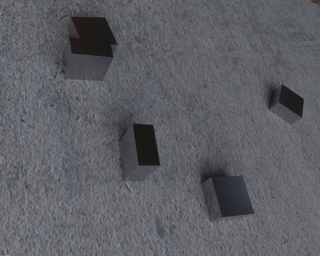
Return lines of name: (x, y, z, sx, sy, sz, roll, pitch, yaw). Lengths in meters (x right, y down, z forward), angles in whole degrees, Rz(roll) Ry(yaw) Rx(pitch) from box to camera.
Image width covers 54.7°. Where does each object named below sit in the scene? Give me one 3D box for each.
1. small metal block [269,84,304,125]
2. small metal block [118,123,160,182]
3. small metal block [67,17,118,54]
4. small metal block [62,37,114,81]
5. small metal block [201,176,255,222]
small metal block: (0.225, -0.042, 0.550, 0.050, 0.025, 0.050, 32, 52, -7)
small metal block: (-0.025, 0.029, 0.356, 0.025, 0.050, 0.050, 4, 60, -27)
small metal block: (-0.094, -0.126, 0.430, 0.050, 0.025, 0.050, -12, 68, -33)
small metal block: (-0.092, -0.085, 0.390, 0.050, 0.050, 0.025, -1, 63, -29)
small metal block: (0.086, 0.090, 0.395, 0.050, 0.025, 0.050, 3, 61, -27)
